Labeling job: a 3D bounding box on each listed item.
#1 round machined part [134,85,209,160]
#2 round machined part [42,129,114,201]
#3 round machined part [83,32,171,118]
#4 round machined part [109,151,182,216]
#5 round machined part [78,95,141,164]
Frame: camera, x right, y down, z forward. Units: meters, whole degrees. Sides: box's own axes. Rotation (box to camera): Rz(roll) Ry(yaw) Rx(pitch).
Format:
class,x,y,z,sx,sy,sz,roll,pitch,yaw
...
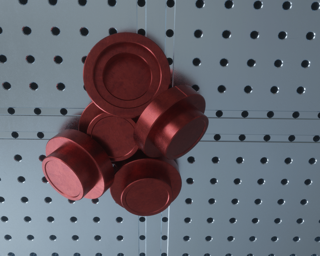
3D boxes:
class,x,y,z,sx,sy,sz,roll,pitch,yaw
round machined part,0.020,0.000,0.373,0.042,0.099,0.098,45,109,28
round machined part,-0.111,0.054,0.397,0.098,0.042,0.097,17,128,24
round machined part,-0.039,-0.060,0.370,0.099,0.042,0.097,0,89,-6
round machined part,-0.019,0.081,0.421,0.099,0.042,0.097,-3,122,-5
round machined part,-0.057,0.004,0.404,0.099,0.042,0.097,0,110,-1
